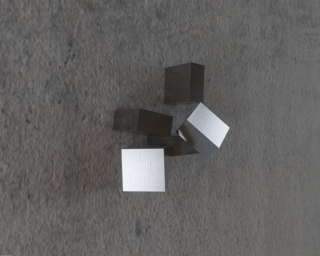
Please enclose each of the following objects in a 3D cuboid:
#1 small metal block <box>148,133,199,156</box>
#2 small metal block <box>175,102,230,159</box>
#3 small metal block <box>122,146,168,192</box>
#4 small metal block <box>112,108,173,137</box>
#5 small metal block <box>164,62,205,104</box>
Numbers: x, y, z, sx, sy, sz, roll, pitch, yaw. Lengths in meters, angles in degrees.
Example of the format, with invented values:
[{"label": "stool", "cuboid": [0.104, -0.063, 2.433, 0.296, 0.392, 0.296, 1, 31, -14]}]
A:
[{"label": "small metal block", "cuboid": [0.019, 0.021, 0.407, 0.050, 0.050, 0.025, -2, 92, -40]}, {"label": "small metal block", "cuboid": [0.054, 0.002, 0.390, 0.050, 0.025, 0.050, 42, 39, 0]}, {"label": "small metal block", "cuboid": [-0.017, 0.049, 0.373, 0.025, 0.050, 0.050, -12, 101, -80]}, {"label": "small metal block", "cuboid": [-0.021, -0.006, 0.373, 0.050, 0.050, 0.025, 11, 83, -40]}, {"label": "small metal block", "cuboid": [0.032, -0.058, 0.417, 0.025, 0.050, 0.050, 4, 88, -40]}]
